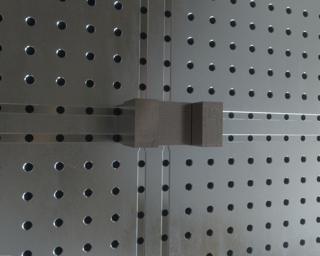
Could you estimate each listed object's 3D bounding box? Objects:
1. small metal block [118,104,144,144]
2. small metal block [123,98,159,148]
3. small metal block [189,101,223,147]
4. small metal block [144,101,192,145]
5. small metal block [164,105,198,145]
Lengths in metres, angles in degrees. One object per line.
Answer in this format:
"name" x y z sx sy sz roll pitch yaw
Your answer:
"small metal block" -0.034 -0.005 0.387 0.025 0.050 0.050 1 90 -20
"small metal block" -0.022 -0.005 0.338 0.025 0.050 0.050 1 90 -20
"small metal block" 0.050 -0.004 0.364 0.025 0.050 0.050 1 90 -20
"small metal block" 0.009 -0.005 0.364 0.050 0.025 0.050 1 90 -21
"small metal block" 0.027 -0.004 0.410 0.025 0.050 0.050 -1 91 -20
